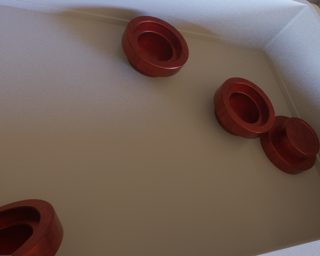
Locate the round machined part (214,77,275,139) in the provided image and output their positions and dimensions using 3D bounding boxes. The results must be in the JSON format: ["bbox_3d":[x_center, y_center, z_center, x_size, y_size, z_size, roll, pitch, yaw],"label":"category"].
[{"bbox_3d":[0.124,-0.026,0.477,0.099,0.042,0.098,14,56,-21],"label":"round machined part"}]

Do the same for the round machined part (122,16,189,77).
[{"bbox_3d":[-0.010,-0.115,0.459,0.099,0.042,0.098,14,56,-21],"label":"round machined part"}]

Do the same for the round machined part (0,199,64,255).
[{"bbox_3d":[-0.123,0.103,0.242,0.099,0.098,0.042,-33,116,-38],"label":"round machined part"}]

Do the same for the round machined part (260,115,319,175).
[{"bbox_3d":[0.213,0.021,0.496,0.099,0.042,0.098,14,56,-21],"label":"round machined part"}]
